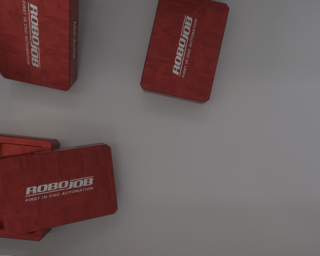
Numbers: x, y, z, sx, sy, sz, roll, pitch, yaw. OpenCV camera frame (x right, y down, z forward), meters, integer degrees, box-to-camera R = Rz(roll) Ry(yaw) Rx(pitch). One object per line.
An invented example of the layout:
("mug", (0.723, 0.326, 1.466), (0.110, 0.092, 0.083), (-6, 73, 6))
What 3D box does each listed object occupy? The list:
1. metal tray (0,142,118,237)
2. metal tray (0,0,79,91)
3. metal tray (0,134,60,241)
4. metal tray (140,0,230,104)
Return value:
("metal tray", (-0.124, 0.072, 0.383), (0.131, 0.030, 0.089), (-7, 95, -21))
("metal tray", (-0.148, -0.115, 0.373), (0.091, 0.030, 0.129), (12, 125, 0))
("metal tray", (-0.187, 0.076, 0.407), (0.091, 0.030, 0.129), (6, 90, 0))
("metal tray", (0.032, -0.104, 0.409), (0.091, 0.030, 0.129), (12, 90, 0))
